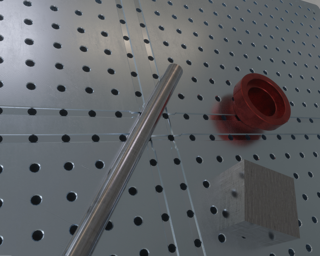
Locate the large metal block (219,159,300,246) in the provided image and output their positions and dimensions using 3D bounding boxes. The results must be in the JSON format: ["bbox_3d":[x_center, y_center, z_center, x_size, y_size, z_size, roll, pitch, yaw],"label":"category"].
[{"bbox_3d":[0.127,0.097,0.401,0.080,0.050,0.080,21,54,-16],"label":"large metal block"}]

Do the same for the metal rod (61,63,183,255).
[{"bbox_3d":[-0.029,0.018,0.381,0.025,0.025,0.301,32,52,-8],"label":"metal rod"}]

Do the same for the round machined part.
[{"bbox_3d":[0.160,-0.038,0.506,0.099,0.042,0.098,14,56,-21],"label":"round machined part"}]
